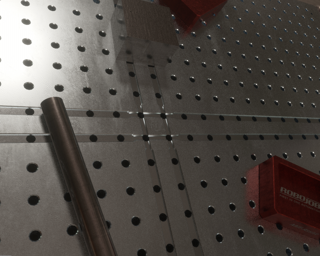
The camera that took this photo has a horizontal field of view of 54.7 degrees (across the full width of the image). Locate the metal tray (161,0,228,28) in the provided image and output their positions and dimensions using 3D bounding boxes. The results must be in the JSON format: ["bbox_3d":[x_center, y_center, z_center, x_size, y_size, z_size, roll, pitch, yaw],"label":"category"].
[{"bbox_3d":[0.068,-0.255,0.599,0.090,0.030,0.131,45,51,3],"label":"metal tray"}]

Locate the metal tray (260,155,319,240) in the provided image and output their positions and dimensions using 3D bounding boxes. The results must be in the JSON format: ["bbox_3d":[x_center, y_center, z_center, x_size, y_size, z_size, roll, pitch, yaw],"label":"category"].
[{"bbox_3d":[0.209,0.105,0.455,0.131,0.030,0.090,23,53,-14],"label":"metal tray"}]

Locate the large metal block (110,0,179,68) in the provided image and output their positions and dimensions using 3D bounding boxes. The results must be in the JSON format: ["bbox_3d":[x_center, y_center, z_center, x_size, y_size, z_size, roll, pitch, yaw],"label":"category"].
[{"bbox_3d":[-0.025,-0.144,0.468,0.081,0.050,0.080,4,60,-27],"label":"large metal block"}]

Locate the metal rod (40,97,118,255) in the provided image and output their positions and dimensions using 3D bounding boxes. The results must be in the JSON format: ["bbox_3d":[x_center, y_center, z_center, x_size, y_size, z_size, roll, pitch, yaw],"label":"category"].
[{"bbox_3d":[-0.066,0.100,0.312,0.025,0.025,0.299,-12,68,-33],"label":"metal rod"}]
